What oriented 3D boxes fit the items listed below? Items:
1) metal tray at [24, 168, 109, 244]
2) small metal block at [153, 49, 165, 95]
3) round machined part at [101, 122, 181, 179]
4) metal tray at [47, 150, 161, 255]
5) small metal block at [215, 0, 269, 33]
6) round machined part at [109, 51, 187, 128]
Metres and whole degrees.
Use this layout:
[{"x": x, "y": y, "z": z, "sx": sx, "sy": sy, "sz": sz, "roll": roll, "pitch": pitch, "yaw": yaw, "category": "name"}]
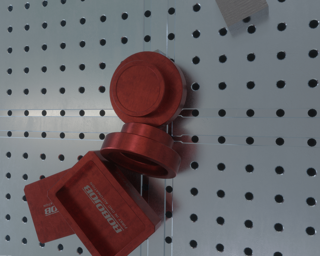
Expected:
[{"x": -0.130, "y": 0.108, "z": 0.456, "sx": 0.130, "sy": 0.030, "sz": 0.090, "roll": -22, "pitch": 83, "yaw": 18, "category": "metal tray"}, {"x": -0.012, "y": -0.070, "z": 0.417, "sx": 0.050, "sy": 0.025, "sz": 0.050, "roll": -21, "pitch": 83, "yaw": 18, "category": "small metal block"}, {"x": -0.021, "y": 0.026, "z": 0.387, "sx": 0.098, "sy": 0.098, "sz": 0.042, "roll": 9, "pitch": 67, "yaw": 19, "category": "round machined part"}, {"x": -0.074, "y": 0.104, "z": 0.403, "sx": 0.090, "sy": 0.030, "sz": 0.130, "roll": -43, "pitch": 79, "yaw": 9, "category": "metal tray"}, {"x": 0.098, "y": -0.153, "z": 0.378, "sx": 0.050, "sy": 0.025, "sz": 0.050, "roll": -24, "pitch": 82, "yaw": 18, "category": "small metal block"}, {"x": -0.020, "y": -0.047, "z": 0.384, "sx": 0.098, "sy": 0.042, "sz": 0.097, "roll": 0, "pitch": 91, "yaw": 19, "category": "round machined part"}]
